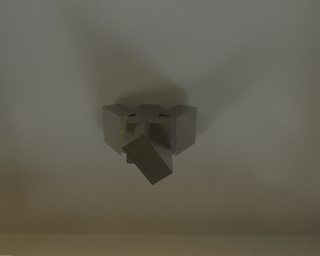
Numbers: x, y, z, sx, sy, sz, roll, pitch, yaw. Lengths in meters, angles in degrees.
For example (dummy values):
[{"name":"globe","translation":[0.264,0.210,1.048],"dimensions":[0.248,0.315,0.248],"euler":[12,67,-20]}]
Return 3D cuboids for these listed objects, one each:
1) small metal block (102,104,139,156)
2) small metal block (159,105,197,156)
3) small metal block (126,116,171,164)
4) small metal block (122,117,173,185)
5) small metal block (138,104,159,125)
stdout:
[{"name":"small metal block","translation":[-0.050,0.001,0.393],"dimensions":[0.025,0.050,0.050],"euler":[-12,114,-32]},{"name":"small metal block","translation":[0.023,0.002,0.394],"dimensions":[0.025,0.050,0.050],"euler":[14,114,32]},{"name":"small metal block","translation":[-0.013,0.014,0.360],"dimensions":[0.050,0.025,0.050],"euler":[1,110,-1]},{"name":"small metal block","translation":[-0.012,0.023,0.324],"dimensions":[0.025,0.050,0.050],"euler":[-33,107,12]},{"name":"small metal block","translation":[-0.014,0.001,0.396],"dimensions":[0.025,0.050,0.050],"euler":[1,110,0]}]
